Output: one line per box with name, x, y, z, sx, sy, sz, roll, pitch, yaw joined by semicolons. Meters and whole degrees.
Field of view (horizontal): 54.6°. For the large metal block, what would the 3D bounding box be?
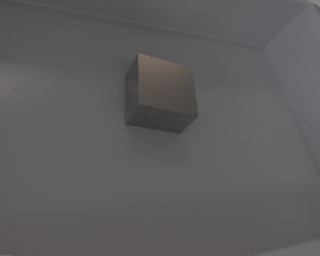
large metal block;0.000;-0.044;0.416;0.081;0.050;0.080;10;57;-23
